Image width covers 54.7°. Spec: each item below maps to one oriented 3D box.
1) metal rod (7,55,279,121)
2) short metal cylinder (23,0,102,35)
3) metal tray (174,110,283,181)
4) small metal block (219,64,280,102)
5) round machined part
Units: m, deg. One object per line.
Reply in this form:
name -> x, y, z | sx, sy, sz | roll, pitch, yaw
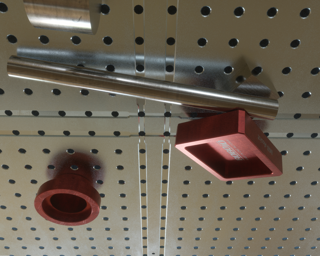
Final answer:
metal rod -> -0.018, -0.045, 0.353 | 0.302, 0.025, 0.025 | 9, 130, -1
short metal cylinder -> -0.080, -0.125, 0.268 | 0.050, 0.080, 0.079 | 5, 130, -5
metal tray -> 0.091, 0.029, 0.399 | 0.090, 0.030, 0.130 | -13, 145, 35
small metal block -> 0.107, -0.041, 0.378 | 0.050, 0.025, 0.050 | 31, 123, -24
round machined part -> -0.143, 0.111, 0.493 | 0.099, 0.042, 0.097 | -1, 130, 0
